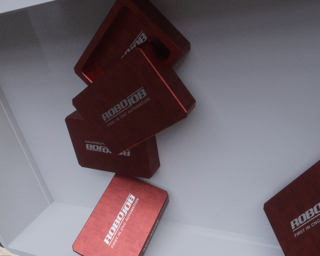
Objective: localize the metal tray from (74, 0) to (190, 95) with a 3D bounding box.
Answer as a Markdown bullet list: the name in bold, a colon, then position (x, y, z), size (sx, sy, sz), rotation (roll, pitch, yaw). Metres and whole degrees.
- **metal tray**: position (-0.038, -0.083, 0.373), size (0.090, 0.030, 0.129), rotation (45, 129, -4)

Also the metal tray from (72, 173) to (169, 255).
- **metal tray**: position (-0.054, 0.139, 0.454), size (0.090, 0.130, 0.030), rotation (21, 151, 16)

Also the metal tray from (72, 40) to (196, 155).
- **metal tray**: position (-0.035, -0.030, 0.366), size (0.130, 0.030, 0.090), rotation (-29, 103, 37)

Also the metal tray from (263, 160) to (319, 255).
- **metal tray**: position (0.178, 0.091, 0.330), size (0.030, 0.090, 0.129), rotation (9, 135, -27)

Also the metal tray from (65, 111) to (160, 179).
- **metal tray**: position (-0.070, 0.022, 0.456), size (0.130, 0.030, 0.089), rotation (6, 121, 25)
